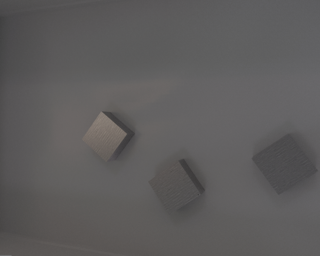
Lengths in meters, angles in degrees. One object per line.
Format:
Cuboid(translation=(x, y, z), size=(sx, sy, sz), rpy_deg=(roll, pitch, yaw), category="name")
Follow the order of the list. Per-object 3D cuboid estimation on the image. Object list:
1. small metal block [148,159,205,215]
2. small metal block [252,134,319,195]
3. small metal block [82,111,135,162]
Cuboid(translation=(0.022, 0.076, 0.403), size=(0.050, 0.025, 0.050), rpy_deg=(-37, 78, 16), category="small metal block")
Cuboid(translation=(0.144, 0.041, 0.360), size=(0.050, 0.025, 0.050), rpy_deg=(-37, 78, 16), category="small metal block")
Cuboid(translation=(-0.073, 0.012, 0.436), size=(0.050, 0.025, 0.050), rpy_deg=(40, 103, 15), category="small metal block")
